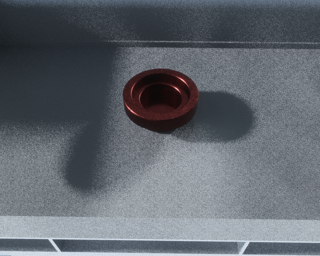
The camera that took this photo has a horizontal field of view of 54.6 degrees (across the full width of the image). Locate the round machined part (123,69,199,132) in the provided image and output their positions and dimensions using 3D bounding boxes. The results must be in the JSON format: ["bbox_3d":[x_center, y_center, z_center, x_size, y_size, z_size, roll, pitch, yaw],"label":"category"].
[{"bbox_3d":[0.001,-0.033,0.418,0.099,0.042,0.098,0,50,0],"label":"round machined part"}]
